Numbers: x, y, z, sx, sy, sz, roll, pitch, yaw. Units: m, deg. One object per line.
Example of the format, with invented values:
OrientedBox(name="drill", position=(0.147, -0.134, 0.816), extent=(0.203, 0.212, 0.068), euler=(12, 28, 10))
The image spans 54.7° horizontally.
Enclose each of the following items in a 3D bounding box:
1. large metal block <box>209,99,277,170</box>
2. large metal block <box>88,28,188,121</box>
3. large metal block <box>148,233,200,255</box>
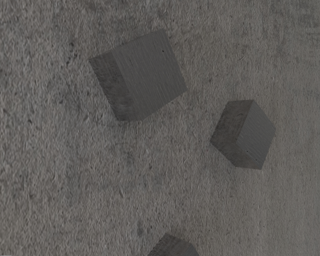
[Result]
OrientedBox(name="large metal block", position=(0.137, 0.011, 0.503), extent=(0.080, 0.050, 0.080), euler=(42, 65, -32))
OrientedBox(name="large metal block", position=(-0.024, -0.063, 0.368), extent=(0.080, 0.050, 0.080), euler=(-36, 112, -34))
OrientedBox(name="large metal block", position=(0.017, 0.201, 0.403), extent=(0.080, 0.050, 0.080), euler=(-44, 117, -31))
